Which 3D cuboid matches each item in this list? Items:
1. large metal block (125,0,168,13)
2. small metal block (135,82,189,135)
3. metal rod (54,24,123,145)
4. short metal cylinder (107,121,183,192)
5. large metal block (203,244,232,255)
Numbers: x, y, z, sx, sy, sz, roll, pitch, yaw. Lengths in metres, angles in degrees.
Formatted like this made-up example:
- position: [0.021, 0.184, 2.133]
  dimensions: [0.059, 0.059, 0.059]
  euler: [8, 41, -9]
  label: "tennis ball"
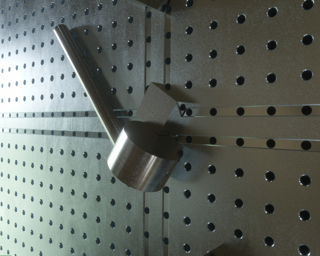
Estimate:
- position: [-0.025, -0.209, 0.412]
  dimensions: [0.080, 0.050, 0.079]
  euler: [32, 110, 35]
  label: "large metal block"
- position: [0.002, -0.025, 0.406]
  dimensions: [0.050, 0.025, 0.050]
  euler: [41, 115, 32]
  label: "small metal block"
- position: [-0.104, -0.057, 0.492]
  dimensions: [0.025, 0.025, 0.299]
  euler: [-46, 63, 30]
  label: "metal rod"
- position: [-0.018, 0.034, 0.387]
  dimensions: [0.080, 0.081, 0.050]
  euler: [43, 116, 31]
  label: "short metal cylinder"
- position: [0.059, 0.192, 0.343]
  dimensions: [0.080, 0.050, 0.080]
  euler: [51, 120, 27]
  label: "large metal block"
